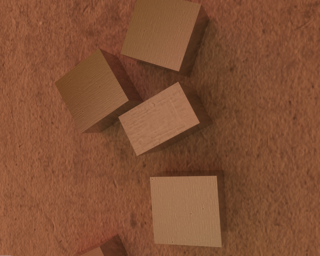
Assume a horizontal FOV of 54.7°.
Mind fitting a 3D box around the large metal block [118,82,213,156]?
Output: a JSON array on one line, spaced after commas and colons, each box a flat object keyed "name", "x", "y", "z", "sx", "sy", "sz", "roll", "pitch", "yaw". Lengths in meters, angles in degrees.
[{"name": "large metal block", "x": 0.011, "y": -0.009, "z": 0.375, "sx": 0.080, "sy": 0.080, "sz": 0.050, "roll": -29, "pitch": 81, "yaw": 17}]

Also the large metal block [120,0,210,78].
[{"name": "large metal block", "x": 0.007, "y": -0.117, "z": 0.392, "sx": 0.080, "sy": 0.050, "sz": 0.080, "roll": 20, "pitch": 97, "yaw": 18}]

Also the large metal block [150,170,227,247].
[{"name": "large metal block", "x": 0.037, "y": 0.096, "z": 0.382, "sx": 0.080, "sy": 0.050, "sz": 0.079, "roll": -4, "pitch": 89, "yaw": 19}]

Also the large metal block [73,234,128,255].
[{"name": "large metal block", "x": -0.084, "y": 0.205, "z": 0.424, "sx": 0.080, "sy": 0.050, "sz": 0.080, "roll": -30, "pitch": 81, "yaw": 17}]

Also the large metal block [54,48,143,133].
[{"name": "large metal block", "x": -0.082, "y": -0.048, "z": 0.423, "sx": 0.080, "sy": 0.050, "sz": 0.080, "roll": -33, "pitch": 80, "yaw": 16}]
